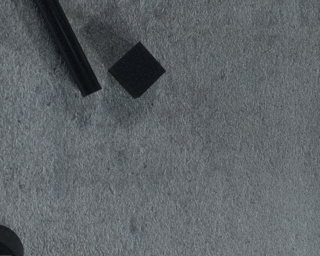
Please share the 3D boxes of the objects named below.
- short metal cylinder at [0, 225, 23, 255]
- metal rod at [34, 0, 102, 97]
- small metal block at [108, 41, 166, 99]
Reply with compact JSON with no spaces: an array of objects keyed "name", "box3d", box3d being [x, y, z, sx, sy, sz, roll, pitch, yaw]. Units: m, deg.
[{"name":"short metal cylinder","box3d":[-0.189,0.148,0.326,0.081,0.050,0.079,0,90,-21]},{"name":"metal rod","box3d":[-0.145,-0.176,0.355,0.025,0.025,0.299,-28,100,-18]},{"name":"small metal block","box3d":[-0.030,-0.074,0.399,0.050,0.025,0.050,-47,105,-14]}]
